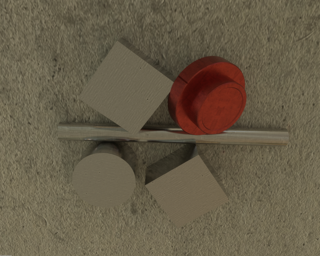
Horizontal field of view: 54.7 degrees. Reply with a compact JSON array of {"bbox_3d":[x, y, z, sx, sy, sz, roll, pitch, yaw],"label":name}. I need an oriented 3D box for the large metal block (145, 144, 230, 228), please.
[{"bbox_3d":[0.036,0.076,0.426,0.080,0.050,0.080,-31,108,10],"label":"large metal block"}]

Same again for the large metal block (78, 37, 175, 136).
[{"bbox_3d":[-0.038,-0.051,0.376,0.080,0.050,0.080,35,106,-12],"label":"large metal block"}]

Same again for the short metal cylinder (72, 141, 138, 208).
[{"bbox_3d":[-0.071,0.059,0.418,0.081,0.050,0.079,0,110,-1],"label":"short metal cylinder"}]

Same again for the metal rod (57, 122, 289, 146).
[{"bbox_3d":[0.018,0.008,0.415,0.302,0.025,0.025,2,110,-1],"label":"metal rod"}]

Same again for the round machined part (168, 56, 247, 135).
[{"bbox_3d":[0.062,-0.031,0.366,0.099,0.042,0.097,-17,130,-22],"label":"round machined part"}]
